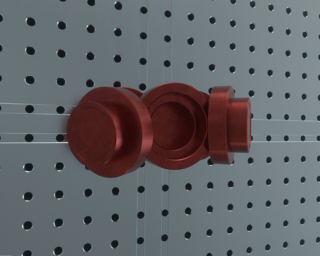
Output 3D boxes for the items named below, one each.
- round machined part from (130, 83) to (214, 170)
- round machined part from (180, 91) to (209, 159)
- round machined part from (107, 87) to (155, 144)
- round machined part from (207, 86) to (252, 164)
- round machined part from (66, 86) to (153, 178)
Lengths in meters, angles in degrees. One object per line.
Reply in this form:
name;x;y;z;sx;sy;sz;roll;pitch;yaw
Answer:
round machined part;0.011;-0.002;0.363;0.099;0.042;0.097;0;90;-21
round machined part;0.047;-0.003;0.422;0.099;0.042;0.097;0;90;-21
round machined part;-0.045;-0.003;0.387;0.099;0.042;0.097;0;90;-21
round machined part;0.089;-0.004;0.384;0.042;0.098;0.097;0;90;20
round machined part;-0.060;0.005;0.328;0.042;0.098;0.097;-9;94;-58
